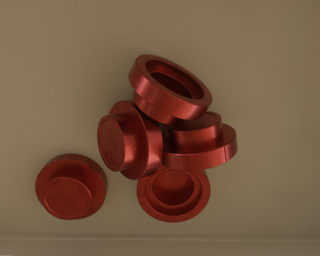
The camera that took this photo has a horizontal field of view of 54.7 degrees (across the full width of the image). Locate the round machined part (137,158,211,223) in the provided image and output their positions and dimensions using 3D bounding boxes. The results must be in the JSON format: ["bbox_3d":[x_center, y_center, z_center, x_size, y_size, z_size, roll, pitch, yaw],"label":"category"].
[{"bbox_3d":[0.018,0.079,0.431,0.099,0.042,0.097,0,110,0],"label":"round machined part"}]

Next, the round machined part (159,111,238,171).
[{"bbox_3d":[0.042,0.010,0.376,0.099,0.098,0.042,-9,110,3],"label":"round machined part"}]

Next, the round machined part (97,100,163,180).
[{"bbox_3d":[-0.042,0.016,0.375,0.042,0.098,0.097,-10,115,-36],"label":"round machined part"}]

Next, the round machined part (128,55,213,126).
[{"bbox_3d":[0.008,-0.040,0.359,0.098,0.098,0.042,26,119,-10],"label":"round machined part"}]

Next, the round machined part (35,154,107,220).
[{"bbox_3d":[-0.126,0.089,0.434,0.099,0.042,0.097,0,110,0],"label":"round machined part"}]
